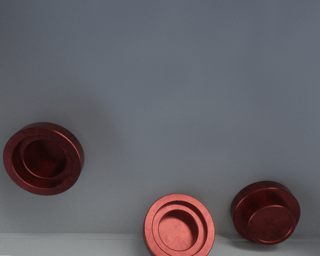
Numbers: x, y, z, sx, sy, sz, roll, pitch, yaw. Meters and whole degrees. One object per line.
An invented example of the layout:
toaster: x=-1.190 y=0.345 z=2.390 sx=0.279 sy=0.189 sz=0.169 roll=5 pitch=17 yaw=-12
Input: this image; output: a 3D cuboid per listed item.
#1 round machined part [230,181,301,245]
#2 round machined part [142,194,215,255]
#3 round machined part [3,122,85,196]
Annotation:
round machined part: x=0.157 y=0.130 z=0.453 sx=0.099 sy=0.042 sz=0.097 roll=0 pitch=110 yaw=-1
round machined part: x=0.024 y=0.146 z=0.437 sx=0.099 sy=0.098 sz=0.042 roll=10 pitch=148 yaw=-4
round machined part: x=-0.150 y=0.038 z=0.414 sx=0.099 sy=0.042 sz=0.097 roll=0 pitch=110 yaw=-1
